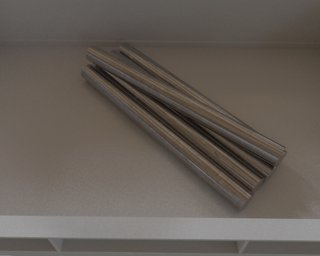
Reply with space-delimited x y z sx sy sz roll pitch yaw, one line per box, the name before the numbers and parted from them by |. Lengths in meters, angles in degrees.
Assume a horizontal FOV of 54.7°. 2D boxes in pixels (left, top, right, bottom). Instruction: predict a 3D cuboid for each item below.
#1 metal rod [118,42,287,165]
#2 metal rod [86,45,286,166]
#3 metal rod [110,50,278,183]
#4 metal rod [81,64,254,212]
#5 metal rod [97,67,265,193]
metal rod | 0.043 -0.046 0.442 0.025 0.025 0.300 -36 59 -26
metal rod | 0.016 -0.040 0.403 0.300 0.025 0.025 32 57 23
metal rod | 0.026 -0.030 0.429 0.025 0.025 0.300 -36 59 -26
metal rod | -0.008 -0.003 0.406 0.025 0.025 0.300 -36 59 -26
metal rod | 0.007 -0.018 0.419 0.025 0.025 0.300 -36 59 -26
